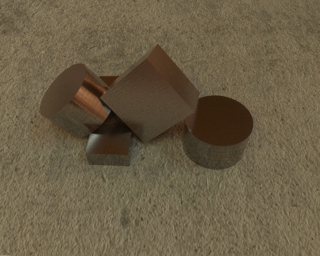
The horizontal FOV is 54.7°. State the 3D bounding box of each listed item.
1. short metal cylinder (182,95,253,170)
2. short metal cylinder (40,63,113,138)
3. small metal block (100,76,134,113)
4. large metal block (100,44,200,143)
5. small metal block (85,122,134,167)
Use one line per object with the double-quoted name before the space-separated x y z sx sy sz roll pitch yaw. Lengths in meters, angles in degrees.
"short metal cylinder" 0.069 0.005 0.385 0.081 0.050 0.080 0 50 0
"short metal cylinder" -0.104 -0.035 0.393 0.080 0.050 0.080 -24 45 27
"small metal block" -0.063 -0.049 0.445 0.050 0.025 0.050 -1 50 -1
"large metal block" -0.011 -0.040 0.379 0.080 0.080 0.050 47 32 -16
"small metal block" -0.061 0.020 0.387 0.050 0.025 0.050 2 50 1
